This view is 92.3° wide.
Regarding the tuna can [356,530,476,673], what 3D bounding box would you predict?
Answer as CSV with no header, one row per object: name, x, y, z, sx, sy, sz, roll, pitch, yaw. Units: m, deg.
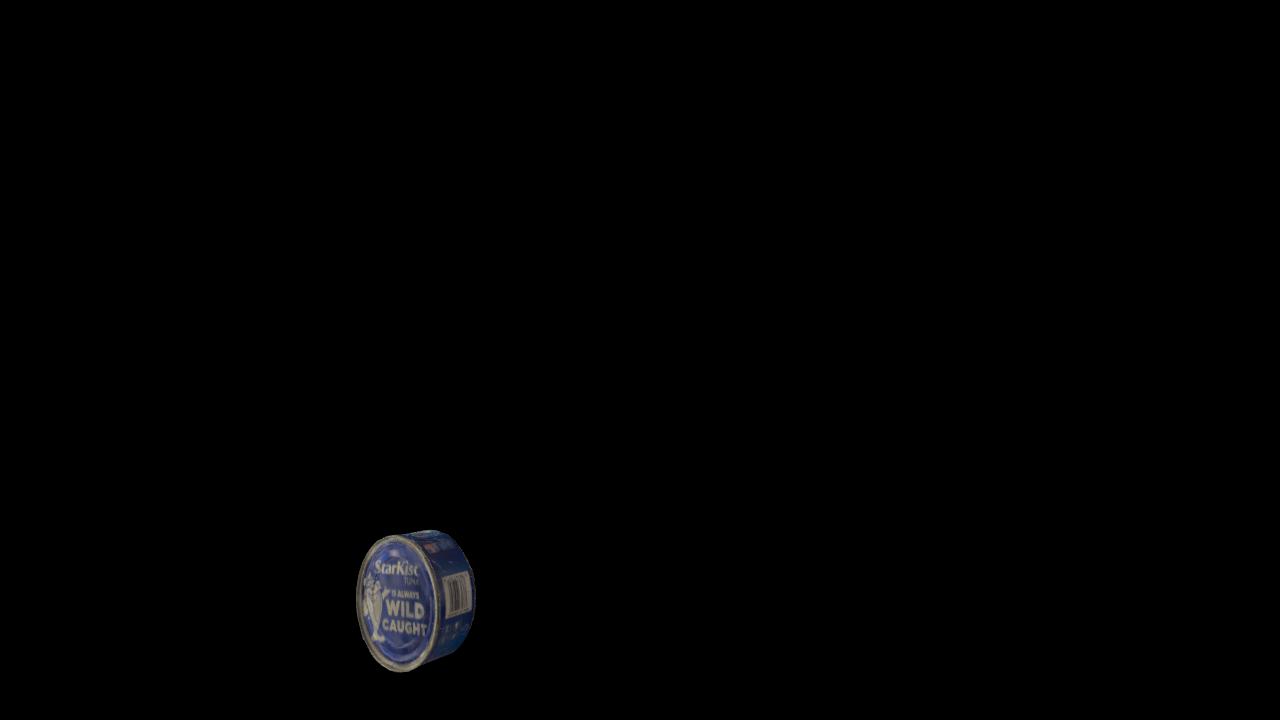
tuna can,-0.147,0.155,0.404,0.084,0.084,0.034,0,-4,34
